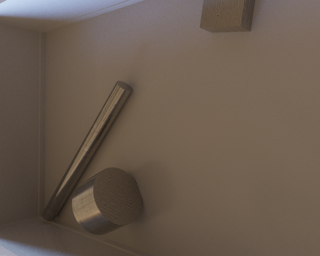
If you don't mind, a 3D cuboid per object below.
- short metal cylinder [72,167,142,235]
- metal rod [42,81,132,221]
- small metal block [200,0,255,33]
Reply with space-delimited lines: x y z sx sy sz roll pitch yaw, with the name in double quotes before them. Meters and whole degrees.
"short metal cylinder" -0.072 0.101 0.428 0.050 0.081 0.080 -34 70 35
"metal rod" -0.128 0.051 0.509 0.025 0.025 0.298 49 119 28
"small metal block" 0.076 -0.135 0.343 0.050 0.025 0.050 12 98 39
